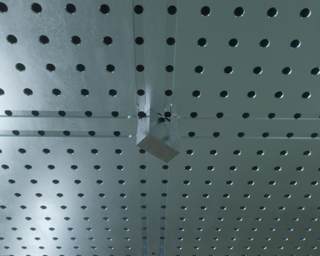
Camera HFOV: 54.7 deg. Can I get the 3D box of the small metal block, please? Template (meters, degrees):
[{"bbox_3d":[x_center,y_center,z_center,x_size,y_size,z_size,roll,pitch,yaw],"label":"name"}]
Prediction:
[{"bbox_3d":[-0.002,0.010,0.404,0.050,0.050,0.025,33,123,-25],"label":"small metal block"}]
